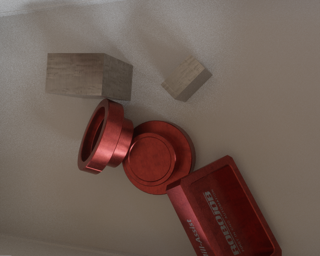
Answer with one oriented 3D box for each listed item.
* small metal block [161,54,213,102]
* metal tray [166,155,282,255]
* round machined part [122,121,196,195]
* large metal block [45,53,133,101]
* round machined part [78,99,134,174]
[{"bbox_3d":[0.034,-0.060,0.385,0.050,0.050,0.025,-45,76,14],"label":"small metal block"},{"bbox_3d":[0.073,0.105,0.348,0.030,0.091,0.130,-37,76,50],"label":"metal tray"},{"bbox_3d":[-0.006,0.039,0.403,0.098,0.042,0.097,0,90,19],"label":"round machined part"},{"bbox_3d":[-0.091,-0.066,0.412,0.080,0.080,0.050,5,92,19],"label":"large metal block"},{"bbox_3d":[-0.069,0.014,0.406,0.042,0.098,0.097,22,100,-24],"label":"round machined part"}]
